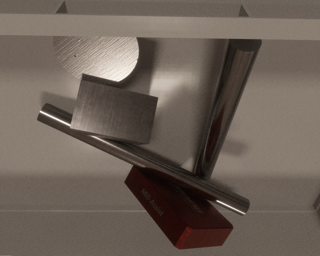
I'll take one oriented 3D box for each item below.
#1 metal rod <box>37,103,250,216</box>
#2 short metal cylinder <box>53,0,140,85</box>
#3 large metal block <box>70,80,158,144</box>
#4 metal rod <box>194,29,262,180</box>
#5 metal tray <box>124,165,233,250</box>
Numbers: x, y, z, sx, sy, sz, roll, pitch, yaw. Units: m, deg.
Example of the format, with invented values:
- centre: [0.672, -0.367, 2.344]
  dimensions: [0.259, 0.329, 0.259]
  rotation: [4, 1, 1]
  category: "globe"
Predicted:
- centre: [-0.015, 0.046, 0.413]
  dimensions: [0.301, 0.025, 0.025]
  rotation: [26, 126, -9]
  category: "metal rod"
- centre: [-0.061, -0.091, 0.314]
  dimensions: [0.081, 0.050, 0.079]
  rotation: [0, 130, 0]
  category: "short metal cylinder"
- centre: [-0.053, -0.013, 0.353]
  dimensions: [0.081, 0.050, 0.080]
  rotation: [12, 174, -11]
  category: "large metal block"
- centre: [0.063, 0.012, 0.363]
  dimensions: [0.025, 0.025, 0.299]
  rotation: [0, 148, -1]
  category: "metal rod"
- centre: [0.022, 0.099, 0.409]
  dimensions: [0.091, 0.130, 0.030]
  rotation: [17, 107, -43]
  category: "metal tray"
